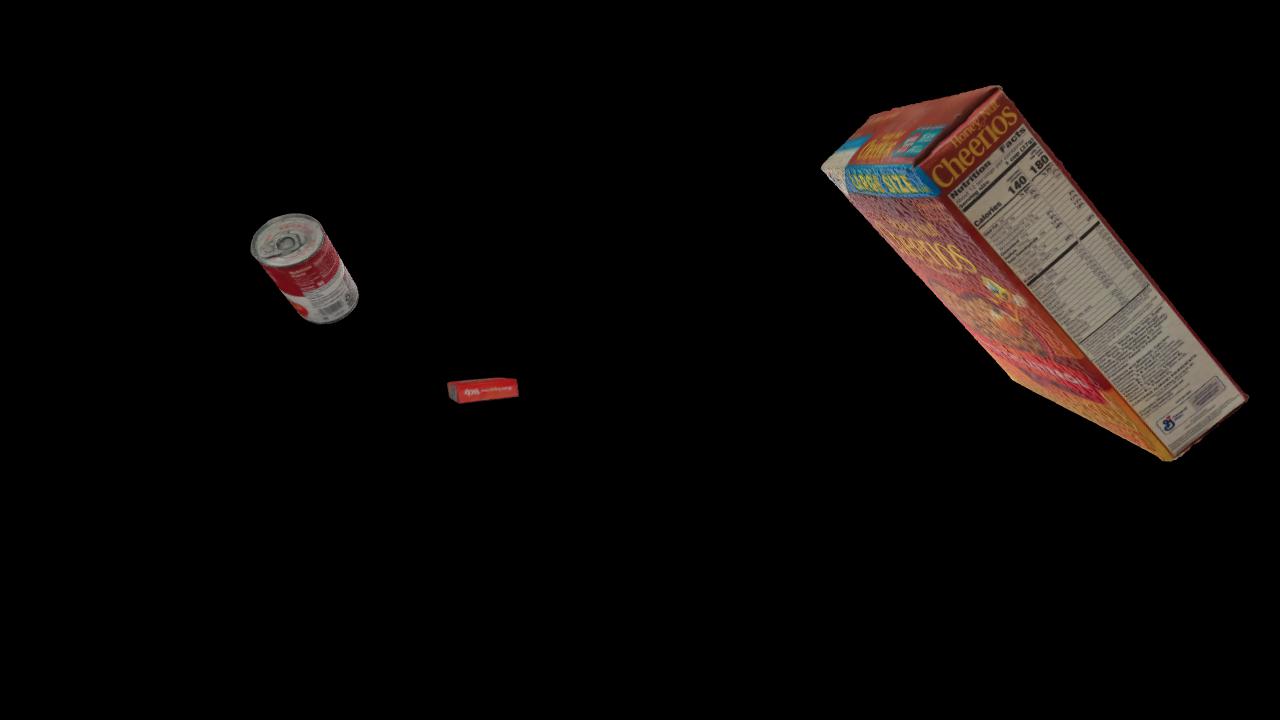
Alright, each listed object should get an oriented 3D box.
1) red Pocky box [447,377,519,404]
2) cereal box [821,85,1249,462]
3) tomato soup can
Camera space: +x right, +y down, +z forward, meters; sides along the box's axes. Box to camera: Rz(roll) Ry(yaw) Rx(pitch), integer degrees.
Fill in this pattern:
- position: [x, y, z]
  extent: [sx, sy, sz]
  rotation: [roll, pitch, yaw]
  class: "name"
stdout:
- position: [-0.230, 0.042, 0.893]
  extent: [0.083, 0.028, 0.155]
  rotation: [-5, 1, -22]
  class: "red Pocky box"
- position: [0.297, -0.075, 0.502]
  extent: [0.306, 0.081, 0.203]
  rotation: [41, 12, -13]
  class: "cereal box"
- position: [-0.340, -0.091, 0.633]
  extent: [0.068, 0.068, 0.101]
  rotation: [0, -30, -2]
  class: "tomato soup can"
